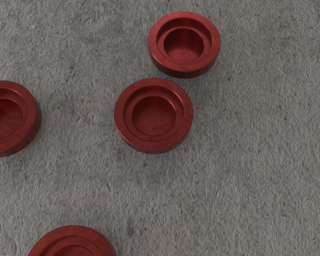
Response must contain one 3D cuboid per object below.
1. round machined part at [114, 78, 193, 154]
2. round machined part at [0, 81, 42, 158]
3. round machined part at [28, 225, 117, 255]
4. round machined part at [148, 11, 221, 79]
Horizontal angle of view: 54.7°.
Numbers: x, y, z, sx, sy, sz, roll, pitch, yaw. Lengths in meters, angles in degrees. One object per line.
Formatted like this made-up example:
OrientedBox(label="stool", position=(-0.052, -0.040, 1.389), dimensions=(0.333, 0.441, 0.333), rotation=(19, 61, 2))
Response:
OrientedBox(label="round machined part", position=(-0.008, -0.012, 0.403), dimensions=(0.099, 0.042, 0.098), rotation=(0, 70, 0))
OrientedBox(label="round machined part", position=(-0.202, -0.009, 0.401), dimensions=(0.099, 0.042, 0.098), rotation=(0, 70, 0))
OrientedBox(label="round machined part", position=(-0.094, 0.158, 0.340), dimensions=(0.099, 0.042, 0.098), rotation=(0, 70, 0))
OrientedBox(label="round machined part", position=(0.033, -0.113, 0.440), dimensions=(0.099, 0.042, 0.098), rotation=(0, 70, 0))
